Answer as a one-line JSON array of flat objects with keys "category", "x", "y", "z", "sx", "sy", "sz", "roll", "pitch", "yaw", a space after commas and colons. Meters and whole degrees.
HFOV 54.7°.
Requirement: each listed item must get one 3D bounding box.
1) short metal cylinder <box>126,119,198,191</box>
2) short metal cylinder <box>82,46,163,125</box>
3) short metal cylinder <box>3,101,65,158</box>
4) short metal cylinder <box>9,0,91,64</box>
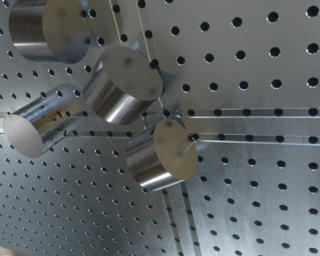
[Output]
[{"category": "short metal cylinder", "x": 0.004, "y": 0.035, "z": 0.395, "sx": 0.050, "sy": 0.080, "sz": 0.080, "roll": -28, "pitch": 103, "yaw": 37}, {"category": "short metal cylinder", "x": -0.044, "y": -0.050, "z": 0.368, "sx": 0.080, "sy": 0.080, "sz": 0.050, "roll": 44, "pitch": 129, "yaw": -3}, {"category": "short metal cylinder", "x": -0.204, "y": 0.002, "z": 0.504, "sx": 0.080, "sy": 0.050, "sz": 0.079, "roll": 13, "pitch": 124, "yaw": 21}, {"category": "short metal cylinder", "x": -0.129, "y": -0.118, "z": 0.371, "sx": 0.050, "sy": 0.080, "sz": 0.079, "roll": 6, "pitch": 121, "yaw": 25}]
